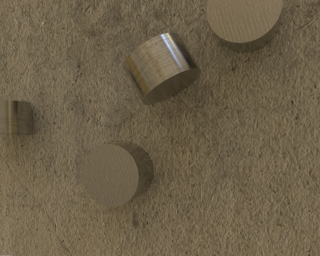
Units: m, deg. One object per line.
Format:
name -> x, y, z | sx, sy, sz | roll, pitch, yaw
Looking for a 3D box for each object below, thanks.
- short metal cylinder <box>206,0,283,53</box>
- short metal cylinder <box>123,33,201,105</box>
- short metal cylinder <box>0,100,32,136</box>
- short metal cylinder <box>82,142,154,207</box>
short metal cylinder -> 0.099, -0.133, 0.361 | 0.080, 0.050, 0.080 | 0, 90, 20
short metal cylinder -> 0.003, -0.070, 0.379 | 0.080, 0.080, 0.050 | -32, 80, 17
short metal cylinder -> -0.235, -0.013, 0.463 | 0.080, 0.080, 0.050 | -1, 90, 20
short metal cylinder -> -0.055, 0.060, 0.415 | 0.080, 0.050, 0.080 | 0, 90, 20
